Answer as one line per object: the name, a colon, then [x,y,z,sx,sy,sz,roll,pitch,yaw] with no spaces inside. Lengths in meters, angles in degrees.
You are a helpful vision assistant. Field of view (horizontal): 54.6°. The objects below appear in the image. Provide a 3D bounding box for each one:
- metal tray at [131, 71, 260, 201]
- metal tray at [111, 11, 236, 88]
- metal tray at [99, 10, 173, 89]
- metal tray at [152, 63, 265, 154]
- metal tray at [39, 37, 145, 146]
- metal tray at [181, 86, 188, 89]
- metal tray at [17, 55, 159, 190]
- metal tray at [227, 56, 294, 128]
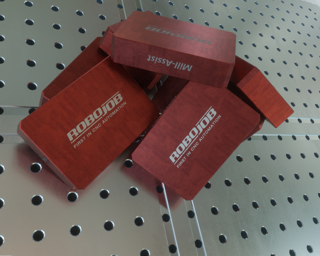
metal tray: [0.040,0.008,0.364,0.090,0.130,0.030,38,9,-4]
metal tray: [0.019,-0.095,0.360,0.131,0.030,0.090,14,39,4]
metal tray: [-0.015,-0.117,0.443,0.090,0.030,0.131,41,37,-2]
metal tray: [0.063,-0.028,0.417,0.130,0.090,0.030,38,52,-2]
metal tray: [-0.075,-0.050,0.394,0.090,0.030,0.130,34,51,-6]
metal tray: [0.082,-0.073,0.465,0.131,0.030,0.090,23,50,-39]
metal tray: [-0.073,-0.008,0.341,0.131,0.030,0.090,-45,104,-28]
metal tray: [0.113,-0.062,0.422,0.090,0.030,0.130,39,12,-29]
